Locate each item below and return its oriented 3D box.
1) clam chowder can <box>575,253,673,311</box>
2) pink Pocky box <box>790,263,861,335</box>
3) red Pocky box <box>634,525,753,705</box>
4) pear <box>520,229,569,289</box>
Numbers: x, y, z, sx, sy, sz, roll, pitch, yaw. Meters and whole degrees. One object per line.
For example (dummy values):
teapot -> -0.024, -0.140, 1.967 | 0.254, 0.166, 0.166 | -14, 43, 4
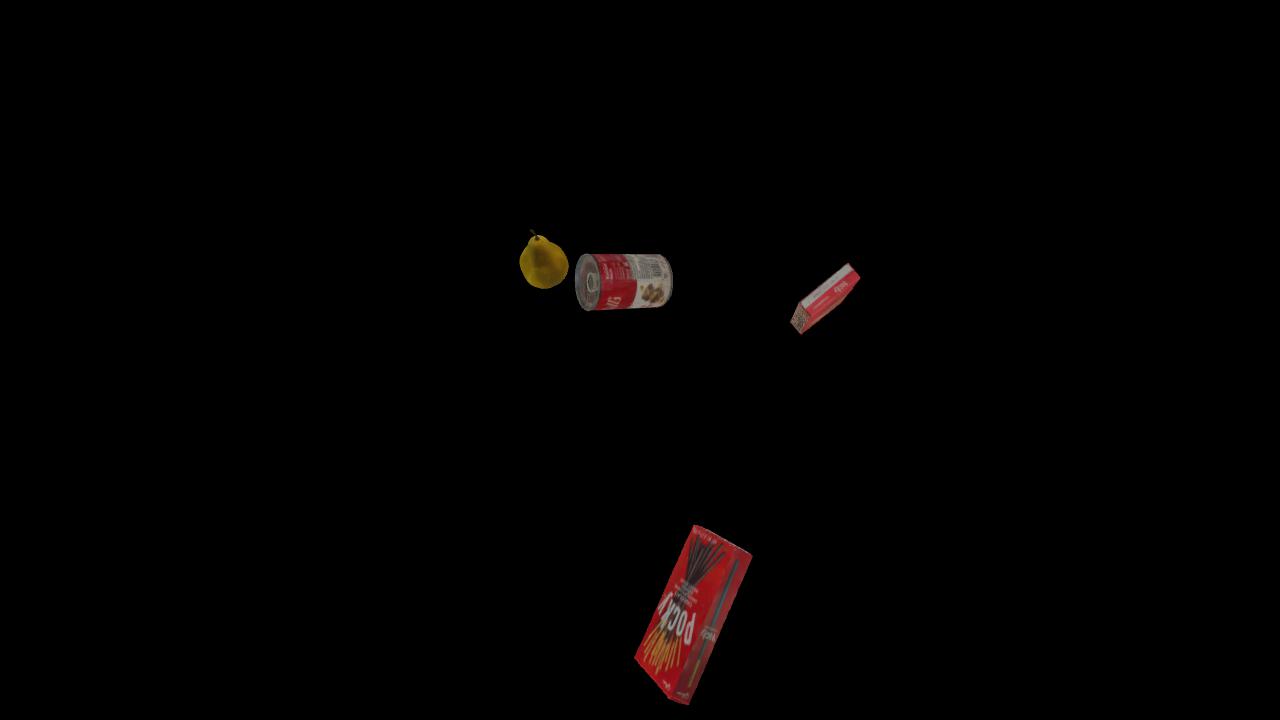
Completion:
clam chowder can -> -0.019, -0.095, 0.744 | 0.102, 0.068, 0.068 | -6, 3, -29
pink Pocky box -> 0.260, -0.083, 0.877 | 0.084, 0.029, 0.155 | -39, -11, 3
red Pocky box -> 0.052, 0.253, 0.624 | 0.028, 0.155, 0.083 | 30, -11, -25
pear -> -0.149, -0.160, 0.951 | 0.080, 0.080, 0.111 | 0, -20, -7
